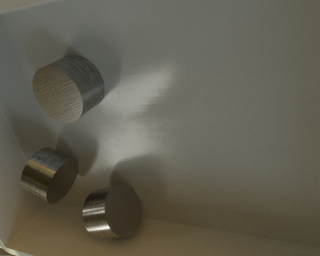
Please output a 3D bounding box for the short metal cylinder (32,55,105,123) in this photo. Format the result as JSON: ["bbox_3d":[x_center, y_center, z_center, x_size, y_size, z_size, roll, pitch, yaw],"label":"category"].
[{"bbox_3d":[-0.124,-0.054,0.422,0.080,0.050,0.079,13,124,20],"label":"short metal cylinder"}]

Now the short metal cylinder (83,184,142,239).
[{"bbox_3d":[-0.075,0.134,0.493,0.050,0.080,0.080,-19,109,35],"label":"short metal cylinder"}]

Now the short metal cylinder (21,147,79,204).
[{"bbox_3d":[-0.181,0.078,0.514,0.050,0.080,0.079,23,127,14],"label":"short metal cylinder"}]
